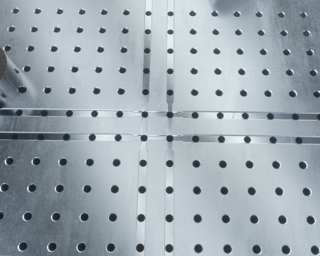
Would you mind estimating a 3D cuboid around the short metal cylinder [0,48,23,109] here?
[{"bbox_3d":[-0.238,-0.070,0.422,0.081,0.050,0.080,0,70,0],"label":"short metal cylinder"}]
